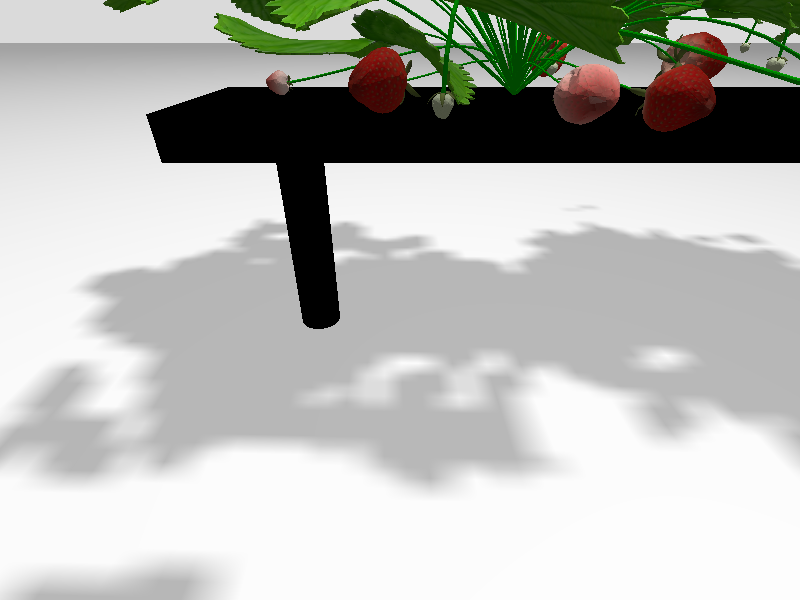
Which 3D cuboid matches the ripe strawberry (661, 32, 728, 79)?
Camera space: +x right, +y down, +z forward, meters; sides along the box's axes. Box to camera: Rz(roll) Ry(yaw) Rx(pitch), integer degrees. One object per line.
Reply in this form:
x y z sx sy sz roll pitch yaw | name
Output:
0.240 -0.193 0.325 0.041 0.040 0.045 -5 34 -9 | ripe strawberry

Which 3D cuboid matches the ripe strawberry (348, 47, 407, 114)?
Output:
-0.014 -0.130 0.239 0.036 0.035 0.033 -24 40 -30 | ripe strawberry

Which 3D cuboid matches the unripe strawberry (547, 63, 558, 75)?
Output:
0.160 -0.243 0.422 0.011 0.011 0.010 16 37 22 | unripe strawberry

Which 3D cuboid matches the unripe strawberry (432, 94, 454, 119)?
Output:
0.017 -0.079 0.164 0.009 0.010 0.010 13 36 19 | unripe strawberry

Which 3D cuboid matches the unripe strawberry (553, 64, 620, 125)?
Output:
0.095 -0.103 0.201 0.031 0.028 0.028 -1 35 -2 | unripe strawberry

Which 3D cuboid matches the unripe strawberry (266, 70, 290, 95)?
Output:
-0.095 -0.169 0.311 0.017 0.017 0.016 0 34 1 | unripe strawberry

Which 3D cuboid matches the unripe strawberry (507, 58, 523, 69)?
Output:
0.120 -0.242 0.416 0.021 0.022 0.023 7 34 11 | unripe strawberry

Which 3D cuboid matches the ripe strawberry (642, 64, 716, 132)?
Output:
0.136 -0.097 0.194 0.028 0.030 0.031 -11 36 -16 | ripe strawberry

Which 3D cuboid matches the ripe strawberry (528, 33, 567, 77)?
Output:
0.161 -0.267 0.438 0.040 0.042 0.044 14 23 19 | ripe strawberry

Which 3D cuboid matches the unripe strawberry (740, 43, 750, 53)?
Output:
0.471 -0.345 0.548 0.011 0.011 0.011 -7 35 -11 | unripe strawberry
